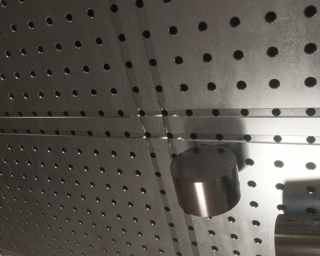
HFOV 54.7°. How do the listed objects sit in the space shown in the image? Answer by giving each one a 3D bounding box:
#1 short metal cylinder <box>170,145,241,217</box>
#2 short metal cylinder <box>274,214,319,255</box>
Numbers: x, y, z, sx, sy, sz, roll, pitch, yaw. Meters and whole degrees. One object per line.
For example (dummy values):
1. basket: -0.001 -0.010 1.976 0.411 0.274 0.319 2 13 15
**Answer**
1. short metal cylinder: 0.057 0.063 0.384 0.080 0.080 0.050 1 119 27
2. short metal cylinder: 0.175 0.145 0.373 0.050 0.080 0.080 -10 113 32
